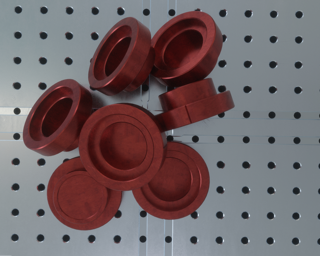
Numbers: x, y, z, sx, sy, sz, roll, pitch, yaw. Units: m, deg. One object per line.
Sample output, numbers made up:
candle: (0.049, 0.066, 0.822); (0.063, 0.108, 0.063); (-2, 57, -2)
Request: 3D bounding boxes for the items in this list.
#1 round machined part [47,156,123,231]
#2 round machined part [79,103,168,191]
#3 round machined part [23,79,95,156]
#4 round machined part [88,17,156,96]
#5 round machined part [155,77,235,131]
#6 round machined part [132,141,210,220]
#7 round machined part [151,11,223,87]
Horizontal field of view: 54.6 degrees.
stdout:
round machined part: (-0.099, 0.086, 0.404); (0.099, 0.042, 0.097); (0, 90, -1)
round machined part: (-0.039, 0.019, 0.359); (0.098, 0.042, 0.097); (2, 99, 11)
round machined part: (-0.120, -0.009, 0.387); (0.098, 0.098, 0.042); (-50, 134, 0)
round machined part: (-0.044, -0.084, 0.386); (0.042, 0.098, 0.098); (28, 90, -37)
round machined part: (0.036, -0.030, 0.376); (0.098, 0.098, 0.042); (-19, 93, 0)
round machined part: (0.013, 0.065, 0.405); (0.099, 0.042, 0.097); (0, 90, 0)
round machined part: (0.033, -0.093, 0.388); (0.098, 0.042, 0.098); (-17, 56, 28)
